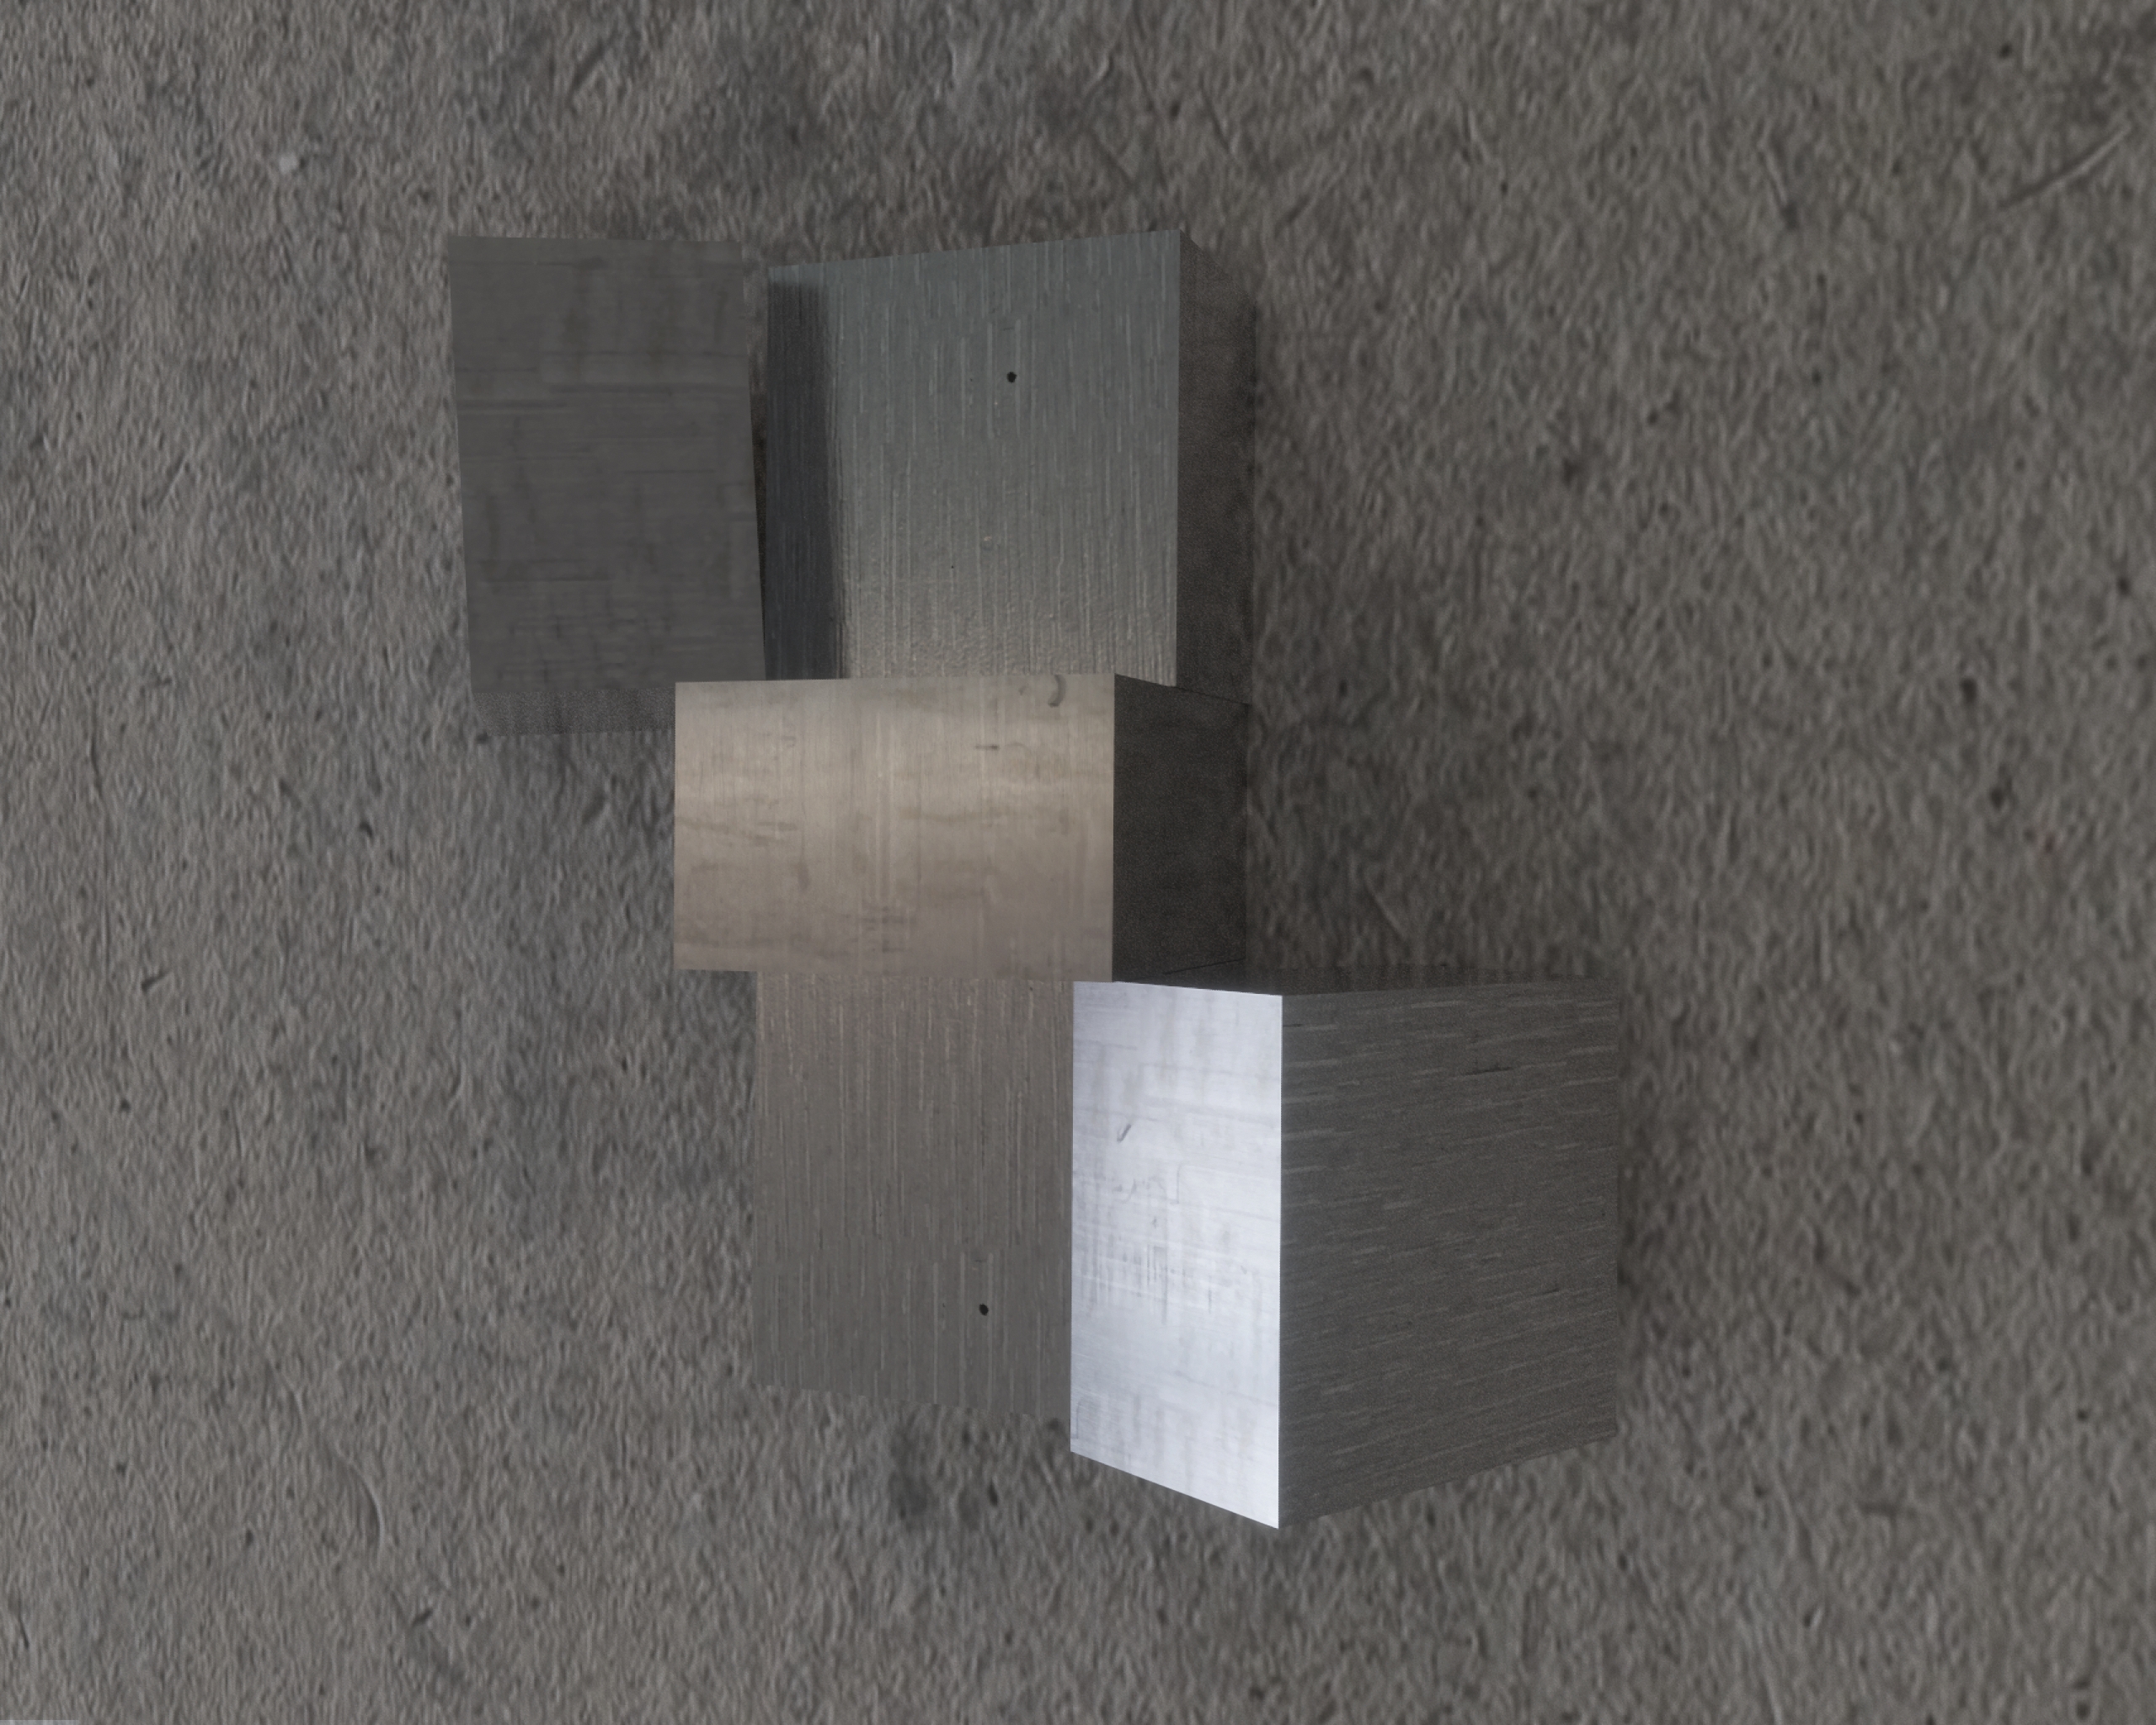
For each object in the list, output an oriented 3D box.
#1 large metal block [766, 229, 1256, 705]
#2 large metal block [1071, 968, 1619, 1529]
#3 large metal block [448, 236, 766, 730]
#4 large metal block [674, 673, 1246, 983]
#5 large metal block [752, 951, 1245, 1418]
[{"bbox_3d":[-0.012,-0.071,0.400,0.080,0.050,0.080,1,90,20],"label":"large metal block"},{"bbox_3d":[0.046,0.059,0.356,0.050,0.081,0.080,1,90,52],"label":"large metal block"},{"bbox_3d":[-0.092,-0.069,0.405,0.050,0.080,0.080,-3,89,-14],"label":"large metal block"},{"bbox_3d":[-0.018,-0.006,0.386,0.080,0.080,0.050,1,91,20],"label":"large metal block"},{"bbox_3d":[-0.014,0.058,0.400,0.080,0.050,0.080,1,91,20],"label":"large metal block"}]
